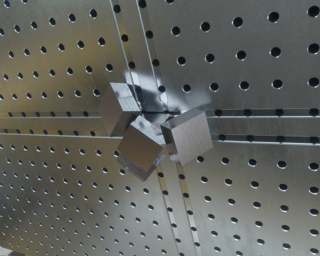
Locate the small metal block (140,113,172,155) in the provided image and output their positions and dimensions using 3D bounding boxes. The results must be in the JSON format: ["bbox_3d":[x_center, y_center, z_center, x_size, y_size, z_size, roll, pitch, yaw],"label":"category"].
[{"bbox_3d":[-0.007,0.008,0.420,0.050,0.025,0.050,1,122,27],"label":"small metal block"}]

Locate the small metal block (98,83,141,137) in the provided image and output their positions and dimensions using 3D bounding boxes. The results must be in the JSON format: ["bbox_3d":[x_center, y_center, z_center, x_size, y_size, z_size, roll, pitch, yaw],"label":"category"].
[{"bbox_3d":[-0.055,-0.024,0.410,0.050,0.025,0.050,-55,50,39],"label":"small metal block"}]

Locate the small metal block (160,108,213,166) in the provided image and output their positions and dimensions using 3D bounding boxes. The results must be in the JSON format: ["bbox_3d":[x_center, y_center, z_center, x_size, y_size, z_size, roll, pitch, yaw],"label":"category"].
[{"bbox_3d":[0.034,0.010,0.381,0.025,0.050,0.050,24,136,56],"label":"small metal block"}]

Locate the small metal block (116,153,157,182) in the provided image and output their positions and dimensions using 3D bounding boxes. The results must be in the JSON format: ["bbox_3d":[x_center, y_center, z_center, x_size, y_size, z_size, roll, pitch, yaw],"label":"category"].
[{"bbox_3d":[-0.034,0.052,0.446,0.050,0.025,0.050,38,166,2],"label":"small metal block"}]

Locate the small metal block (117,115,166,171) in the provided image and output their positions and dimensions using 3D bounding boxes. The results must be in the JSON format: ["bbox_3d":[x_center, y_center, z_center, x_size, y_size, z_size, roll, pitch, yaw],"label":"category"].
[{"bbox_3d":[-0.021,0.020,0.403,0.050,0.025,0.050,35,129,4],"label":"small metal block"}]
